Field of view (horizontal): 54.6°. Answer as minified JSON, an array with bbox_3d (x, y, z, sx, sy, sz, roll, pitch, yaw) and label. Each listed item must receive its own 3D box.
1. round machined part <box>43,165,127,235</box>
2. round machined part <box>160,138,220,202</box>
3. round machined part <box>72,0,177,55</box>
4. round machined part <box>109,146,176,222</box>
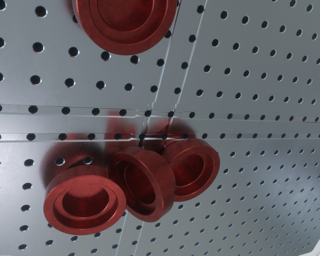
[{"bbox_3d":[-0.094,0.086,0.394,0.099,0.042,0.097,-7,121,-12],"label":"round machined part"},{"bbox_3d":[0.035,0.057,0.453,0.099,0.042,0.097,-14,125,-21],"label":"round machined part"},{"bbox_3d":[-0.036,-0.125,0.303,0.099,0.042,0.097,-14,124,-21],"label":"round machined part"},{"bbox_3d":[-0.019,0.068,0.401,0.042,0.098,0.097,-28,132,-41],"label":"round machined part"}]
